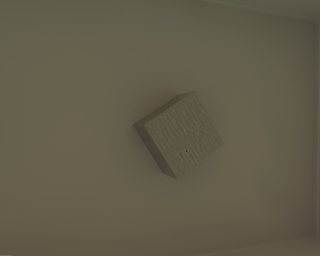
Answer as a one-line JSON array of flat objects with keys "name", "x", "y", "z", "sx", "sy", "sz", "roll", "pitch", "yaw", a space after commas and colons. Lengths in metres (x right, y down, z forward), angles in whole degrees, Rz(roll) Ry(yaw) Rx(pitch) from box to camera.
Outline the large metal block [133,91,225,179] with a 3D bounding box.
[{"name": "large metal block", "x": 0.024, "y": 0.008, "z": 0.407, "sx": 0.080, "sy": 0.050, "sz": 0.080, "roll": -35, "pitch": 102, "yaw": -17}]
